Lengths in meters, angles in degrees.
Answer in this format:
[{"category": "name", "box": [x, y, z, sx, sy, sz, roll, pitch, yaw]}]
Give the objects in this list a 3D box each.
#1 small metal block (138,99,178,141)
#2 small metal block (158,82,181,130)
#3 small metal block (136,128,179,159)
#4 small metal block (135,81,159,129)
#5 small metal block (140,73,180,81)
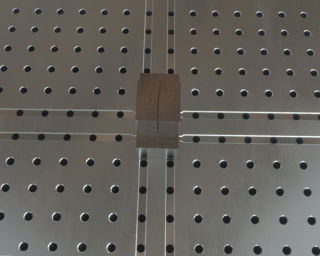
[{"category": "small metal block", "box": [-0.002, -0.010, 0.415, 0.050, 0.025, 0.050, 1, 70, 2]}, {"category": "small metal block", "box": [0.012, -0.023, 0.380, 0.025, 0.050, 0.050, 1, 70, 2]}, {"category": "small metal block", "box": [-0.003, 0.021, 0.391, 0.050, 0.050, 0.025, 1, 70, 1]}, {"category": "small metal block", "box": [-0.015, -0.023, 0.380, 0.025, 0.050, 0.050, 2, 70, 1]}, {"category": "small metal block", "box": [-0.001, -0.050, 0.416, 0.050, 0.050, 0.025, 2, 70, 1]}]
